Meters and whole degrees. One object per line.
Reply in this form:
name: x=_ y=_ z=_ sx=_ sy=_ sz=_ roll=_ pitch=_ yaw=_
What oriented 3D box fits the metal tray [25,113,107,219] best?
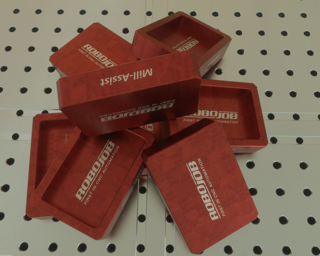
metal tray: x=-0.114 y=0.045 z=0.393 sx=0.091 sy=0.030 sz=0.130 roll=-4 pitch=69 yaw=-2

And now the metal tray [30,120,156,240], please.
metal tray: x=-0.072 y=0.049 z=0.358 sx=0.090 sy=0.030 sz=0.130 roll=25 pitch=72 yaw=9

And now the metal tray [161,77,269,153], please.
metal tray: x=0.067 y=-0.015 z=0.396 sx=0.131 sy=0.030 sz=0.090 roll=2 pitch=69 yaw=-18

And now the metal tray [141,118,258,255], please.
metal tray: x=0.047 y=0.065 z=0.350 sx=0.090 sy=0.030 sz=0.130 roll=-28 pitch=106 yaw=-9

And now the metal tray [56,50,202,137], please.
metal tray: x=-0.026 y=-0.031 z=0.320 sx=0.131 sy=0.090 sz=0.030 roll=-13 pitch=71 yaw=0

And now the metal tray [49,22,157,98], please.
metal tray: x=-0.078 y=-0.084 z=0.421 sx=0.090 sy=0.030 sz=0.130 roll=-43 pitch=60 yaw=-14

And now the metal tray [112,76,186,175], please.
metal tray: x=-0.018 y=-0.005 z=0.411 sx=0.091 sy=0.030 sz=0.130 roll=-4 pitch=68 yaw=-3

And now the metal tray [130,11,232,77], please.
metal tray: x=0.033 y=-0.111 z=0.414 sx=0.090 sy=0.030 sz=0.131 roll=32 pitch=40 yaw=11
